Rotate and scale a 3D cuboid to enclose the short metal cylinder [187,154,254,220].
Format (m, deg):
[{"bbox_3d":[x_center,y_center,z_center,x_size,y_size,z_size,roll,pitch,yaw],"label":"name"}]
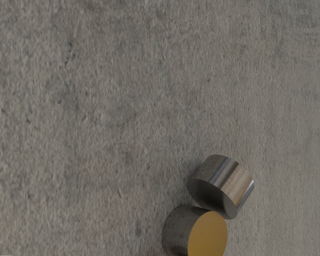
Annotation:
[{"bbox_3d":[0.086,0.084,0.444,0.050,0.080,0.080,-46,118,-30],"label":"short metal cylinder"}]

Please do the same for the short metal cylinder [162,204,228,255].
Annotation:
[{"bbox_3d":[0.049,0.151,0.433,0.081,0.050,0.079,0,90,-40],"label":"short metal cylinder"}]
